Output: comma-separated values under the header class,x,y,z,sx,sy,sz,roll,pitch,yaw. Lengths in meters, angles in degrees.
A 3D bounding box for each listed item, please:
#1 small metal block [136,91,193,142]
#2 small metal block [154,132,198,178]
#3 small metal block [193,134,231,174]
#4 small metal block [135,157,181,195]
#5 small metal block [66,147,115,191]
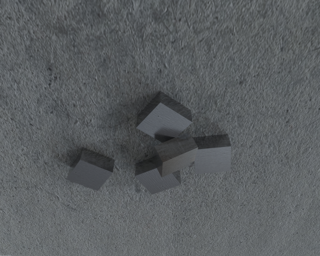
class,x,y,z,sx,sy,sz,roll,pitch,yaw
small metal block,0.005,-0.012,0.397,0.050,0.025,0.050,30,124,-24
small metal block,0.020,0.037,0.416,0.050,0.025,0.050,-22,152,-14
small metal block,0.073,0.038,0.440,0.050,0.025,0.050,-6,130,5
small metal block,-0.003,0.069,0.466,0.050,0.025,0.050,-23,127,18
small metal block,-0.102,0.062,0.459,0.050,0.025,0.050,26,125,-21
